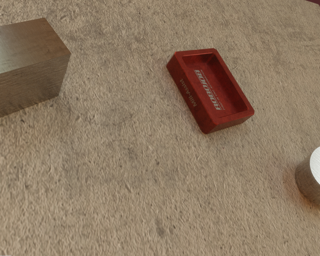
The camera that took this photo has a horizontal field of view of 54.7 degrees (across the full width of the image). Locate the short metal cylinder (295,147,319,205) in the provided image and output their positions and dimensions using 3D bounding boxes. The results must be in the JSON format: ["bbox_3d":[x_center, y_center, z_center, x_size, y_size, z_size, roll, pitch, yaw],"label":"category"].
[{"bbox_3d":[0.253,0.071,0.464,0.081,0.050,0.080,2,60,-3],"label":"short metal cylinder"}]

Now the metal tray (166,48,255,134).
[{"bbox_3d":[0.078,-0.061,0.479,0.091,0.030,0.130,-15,70,-34],"label":"metal tray"}]

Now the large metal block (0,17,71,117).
[{"bbox_3d":[-0.150,-0.061,0.325,0.081,0.080,0.050,-30,79,-38],"label":"large metal block"}]
